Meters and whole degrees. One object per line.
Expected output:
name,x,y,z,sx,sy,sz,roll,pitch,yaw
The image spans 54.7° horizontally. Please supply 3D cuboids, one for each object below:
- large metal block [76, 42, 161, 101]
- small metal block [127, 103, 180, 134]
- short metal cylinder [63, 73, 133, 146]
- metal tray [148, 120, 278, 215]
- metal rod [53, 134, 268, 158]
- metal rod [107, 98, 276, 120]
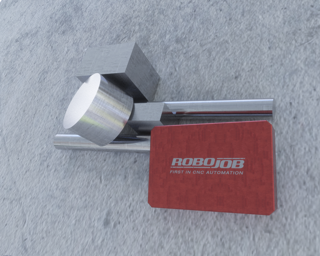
large metal block,-0.057,-0.073,0.443,0.080,0.080,0.050,1,62,28
small metal block,-0.009,-0.008,0.397,0.050,0.050,0.025,1,62,28
short metal cylinder,-0.080,-0.023,0.398,0.080,0.050,0.080,-35,37,33
metal tray,0.053,0.042,0.330,0.130,0.030,0.090,-3,78,25
metal rod,-0.019,0.021,0.402,0.300,0.025,0.025,0,62,27
metal rod,-0.003,-0.024,0.421,0.300,0.025,0.025,1,62,28
